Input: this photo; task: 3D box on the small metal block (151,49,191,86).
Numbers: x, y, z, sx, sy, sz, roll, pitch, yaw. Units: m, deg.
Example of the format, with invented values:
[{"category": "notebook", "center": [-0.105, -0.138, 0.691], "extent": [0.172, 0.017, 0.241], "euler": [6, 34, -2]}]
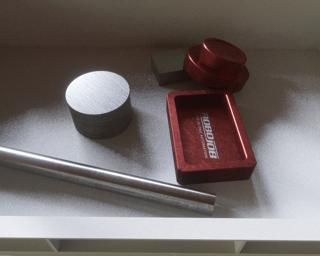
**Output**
[{"category": "small metal block", "center": [0.017, -0.095, 0.485], "extent": [0.050, 0.025, 0.050], "euler": [-12, 51, -10]}]

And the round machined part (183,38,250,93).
[{"category": "round machined part", "center": [0.088, -0.098, 0.458], "extent": [0.099, 0.042, 0.098], "euler": [14, 39, -11]}]

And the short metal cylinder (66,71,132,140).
[{"category": "short metal cylinder", "center": [-0.079, -0.031, 0.414], "extent": [0.081, 0.050, 0.080], "euler": [0, 50, 0]}]

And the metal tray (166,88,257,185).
[{"category": "metal tray", "center": [0.060, 0.006, 0.397], "extent": [0.091, 0.030, 0.130], "euler": [-4, 50, -4]}]

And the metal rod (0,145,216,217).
[{"category": "metal rod", "center": [-0.088, 0.054, 0.358], "extent": [0.301, 0.025, 0.025], "euler": [11, 51, 9]}]
